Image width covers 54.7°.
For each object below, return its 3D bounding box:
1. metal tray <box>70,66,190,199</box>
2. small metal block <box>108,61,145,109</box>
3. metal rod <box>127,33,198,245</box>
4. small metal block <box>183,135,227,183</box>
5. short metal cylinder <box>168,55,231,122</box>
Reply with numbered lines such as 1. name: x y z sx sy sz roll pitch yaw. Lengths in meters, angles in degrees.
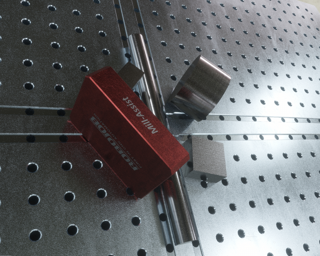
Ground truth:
1. metal tray: -0.039 0.008 0.341 0.130 0.090 0.030 48 51 5
2. small metal block: -0.050 -0.049 0.395 0.025 0.050 0.050 36 51 -5
3. metal rod: -0.004 -0.003 0.409 0.025 0.025 0.299 0 62 -29
4. small metal block: 0.059 0.043 0.417 0.050 0.025 0.050 14 56 -21
5. short metal cylinder: 0.055 -0.056 0.438 0.050 0.080 0.080 33 51 -7
